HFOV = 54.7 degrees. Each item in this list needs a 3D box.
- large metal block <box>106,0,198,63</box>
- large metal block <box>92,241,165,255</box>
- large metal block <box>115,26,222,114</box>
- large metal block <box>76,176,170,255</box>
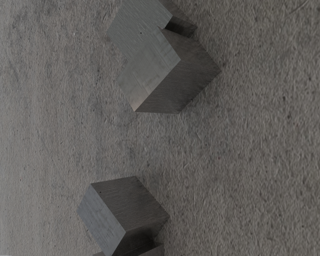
[{"bbox_3d":[-0.013,-0.127,0.399,0.080,0.050,0.080,-51,60,28],"label":"large metal block"},{"bbox_3d":[-0.038,0.197,0.401,0.050,0.081,0.080,-4,88,40],"label":"large metal block"},{"bbox_3d":[0.010,-0.062,0.361,0.080,0.081,0.050,-45,63,31],"label":"large metal block"},{"bbox_3d":[-0.048,0.113,0.409,0.080,0.081,0.050,44,117,31],"label":"large metal block"}]
